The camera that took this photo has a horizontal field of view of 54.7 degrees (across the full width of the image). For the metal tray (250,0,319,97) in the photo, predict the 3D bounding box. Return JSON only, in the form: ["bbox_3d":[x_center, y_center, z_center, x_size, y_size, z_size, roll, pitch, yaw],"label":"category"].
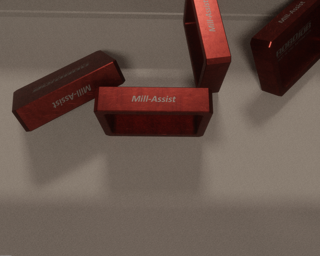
[{"bbox_3d":[0.184,-0.117,0.419,0.130,0.090,0.030,-42,41,-14],"label":"metal tray"}]

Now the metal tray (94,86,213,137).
[{"bbox_3d":[-0.007,-0.017,0.381,0.131,0.090,0.030,1,71,0],"label":"metal tray"}]

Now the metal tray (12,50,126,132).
[{"bbox_3d":[-0.119,-0.052,0.396,0.131,0.030,0.090,-29,30,-11],"label":"metal tray"}]

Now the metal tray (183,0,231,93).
[{"bbox_3d":[0.060,-0.122,0.420,0.030,0.090,0.129,-7,70,-3],"label":"metal tray"}]
